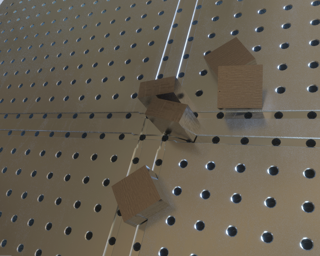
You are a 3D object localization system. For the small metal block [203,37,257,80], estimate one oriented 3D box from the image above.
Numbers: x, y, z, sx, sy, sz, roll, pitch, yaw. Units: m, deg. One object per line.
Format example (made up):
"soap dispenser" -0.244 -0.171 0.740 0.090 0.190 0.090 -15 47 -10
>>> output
"small metal block" 0.094 -0.085 0.411 0.050 0.025 0.050 -30 52 8

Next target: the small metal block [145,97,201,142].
"small metal block" 0.017 -0.010 0.389 0.050 0.050 0.025 15 70 34

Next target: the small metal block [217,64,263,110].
"small metal block" 0.096 -0.047 0.369 0.050 0.025 0.050 1 88 18

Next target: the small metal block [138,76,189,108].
"small metal block" 0.006 -0.040 0.413 0.050 0.050 0.025 -7 59 24

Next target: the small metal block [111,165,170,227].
"small metal block" -0.024 0.081 0.370 0.050 0.025 0.050 -33 52 6
